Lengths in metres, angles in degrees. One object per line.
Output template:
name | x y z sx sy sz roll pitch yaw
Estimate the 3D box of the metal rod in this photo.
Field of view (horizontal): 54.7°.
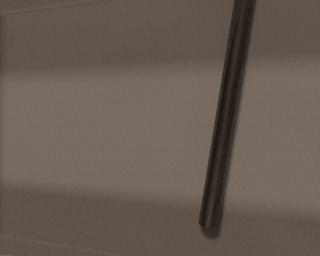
metal rod | 0.083 -0.026 0.380 0.025 0.025 0.298 10 93 19
